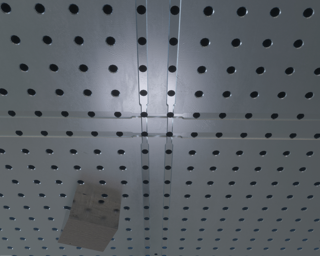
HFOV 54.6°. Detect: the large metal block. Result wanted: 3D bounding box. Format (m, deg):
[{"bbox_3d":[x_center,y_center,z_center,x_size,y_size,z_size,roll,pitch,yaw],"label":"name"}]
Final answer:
[{"bbox_3d":[-0.121,0.163,0.533,0.080,0.050,0.080,19,128,-16],"label":"large metal block"}]
